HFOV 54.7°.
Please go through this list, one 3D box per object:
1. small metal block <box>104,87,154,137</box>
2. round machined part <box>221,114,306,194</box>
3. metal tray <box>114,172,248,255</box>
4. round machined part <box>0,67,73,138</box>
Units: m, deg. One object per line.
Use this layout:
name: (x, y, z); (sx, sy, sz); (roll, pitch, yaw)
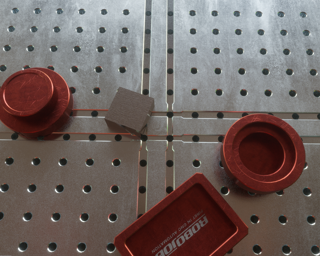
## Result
small metal block: (-0.040, -0.022, 0.419); (0.050, 0.025, 0.050); (20, 71, 7)
round machined part: (0.125, 0.035, 0.391); (0.099, 0.042, 0.098); (0, 70, 0)
metal tray: (0.024, 0.126, 0.362); (0.131, 0.030, 0.090); (-36, 74, -12)
round machined part: (-0.171, -0.040, 0.416); (0.099, 0.042, 0.098); (0, 70, 0)
